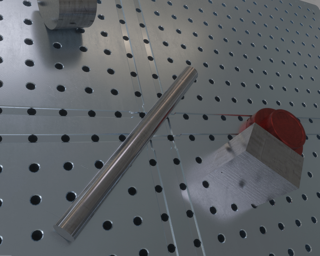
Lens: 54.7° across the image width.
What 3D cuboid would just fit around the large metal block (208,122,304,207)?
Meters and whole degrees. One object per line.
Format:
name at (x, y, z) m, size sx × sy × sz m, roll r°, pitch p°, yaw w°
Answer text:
large metal block at (0.126, 0.051, 0.410) m, size 0.080 × 0.080 × 0.050 m, roll 35°, pitch 51°, yaw -5°

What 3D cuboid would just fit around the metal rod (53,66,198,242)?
metal rod at (-0.022, 0.007, 0.391) m, size 0.025 × 0.025 × 0.301 m, roll 39°, pitch 51°, yaw -2°

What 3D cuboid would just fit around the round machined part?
round machined part at (0.191, 0.009, 0.495) m, size 0.099 × 0.042 × 0.098 m, roll 14°, pitch 56°, yaw -21°

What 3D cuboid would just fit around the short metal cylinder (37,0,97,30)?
short metal cylinder at (-0.125, -0.174, 0.412) m, size 0.050 × 0.080 × 0.080 m, roll -17°, pitch 71°, yaw -35°
